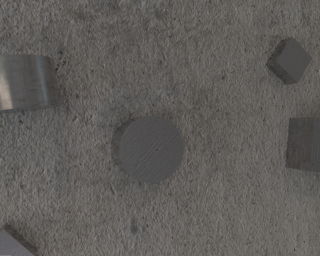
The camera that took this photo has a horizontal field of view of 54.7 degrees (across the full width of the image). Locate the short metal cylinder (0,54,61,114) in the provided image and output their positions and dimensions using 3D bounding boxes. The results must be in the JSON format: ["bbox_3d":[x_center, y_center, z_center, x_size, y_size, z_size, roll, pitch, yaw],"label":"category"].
[{"bbox_3d":[-0.150,-0.043,0.324,0.081,0.080,0.050,-9,93,-20],"label":"short metal cylinder"}]

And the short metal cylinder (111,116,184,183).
[{"bbox_3d":[-0.017,0.025,0.390,0.081,0.050,0.080,0,90,-20],"label":"short metal cylinder"}]

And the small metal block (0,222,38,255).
[{"bbox_3d":[-0.175,0.144,0.345,0.050,0.025,0.050,-45,104,-15],"label":"small metal block"}]

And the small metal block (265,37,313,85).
[{"bbox_3d":[0.201,-0.104,0.484,0.050,0.025,0.050,38,78,-16],"label":"small metal block"}]

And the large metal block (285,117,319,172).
[{"bbox_3d":[0.251,0.028,0.489,0.081,0.050,0.080,7,88,-20],"label":"large metal block"}]
